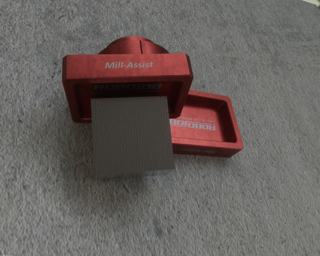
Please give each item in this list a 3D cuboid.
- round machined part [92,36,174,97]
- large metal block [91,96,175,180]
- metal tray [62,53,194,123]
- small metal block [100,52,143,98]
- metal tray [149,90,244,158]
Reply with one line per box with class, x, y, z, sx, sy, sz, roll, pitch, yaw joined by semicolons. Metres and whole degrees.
round machined part;-0.032;-0.071;0.372;0.099;0.097;0.042;6;59;-26
large metal block;-0.032;0.012;0.342;0.081;0.050;0.080;-3;75;-10
metal tray;-0.036;-0.042;0.349;0.131;0.090;0.030;-3;63;-9
small metal block;-0.053;-0.071;0.422;0.050;0.025;0.050;6;59;-25
metal tray;0.048;-0.008;0.435;0.131;0.030;0.090;6;59;-25
